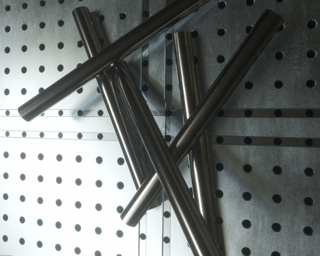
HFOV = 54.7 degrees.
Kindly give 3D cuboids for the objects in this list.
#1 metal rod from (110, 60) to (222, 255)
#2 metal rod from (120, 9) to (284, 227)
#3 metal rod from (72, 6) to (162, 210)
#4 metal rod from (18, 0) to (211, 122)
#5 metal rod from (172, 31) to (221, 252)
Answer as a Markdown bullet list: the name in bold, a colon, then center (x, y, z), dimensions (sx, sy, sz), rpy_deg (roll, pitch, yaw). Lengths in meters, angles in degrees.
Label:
- **metal rod**: center (0.000, 0.030, 0.358), dimensions (0.025, 0.025, 0.299), rpy_deg (-36, 59, 16)
- **metal rod**: center (0.043, -0.002, 0.369), dimensions (0.025, 0.025, 0.299), rpy_deg (38, 102, 16)
- **metal rod**: center (-0.063, -0.032, 0.433), dimensions (0.025, 0.025, 0.299), rpy_deg (-23, 83, 18)
- **metal rod**: center (-0.062, -0.098, 0.410), dimensions (0.300, 0.025, 0.025), rpy_deg (-32, 80, 8)
- **metal rod**: center (0.047, 0.026, 0.395), dimensions (0.025, 0.025, 0.298), rpy_deg (-8, 87, 19)
